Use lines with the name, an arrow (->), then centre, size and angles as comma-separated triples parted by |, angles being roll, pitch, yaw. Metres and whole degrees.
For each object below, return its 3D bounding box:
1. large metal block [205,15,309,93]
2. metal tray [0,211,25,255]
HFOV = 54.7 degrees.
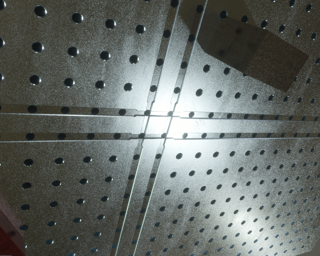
large metal block -> 0.118, -0.091, 0.383 | 0.081, 0.080, 0.050 | 14, 111, -34
metal tray -> -0.231, 0.128, 0.361 | 0.091, 0.030, 0.129 | -24, 127, -14
